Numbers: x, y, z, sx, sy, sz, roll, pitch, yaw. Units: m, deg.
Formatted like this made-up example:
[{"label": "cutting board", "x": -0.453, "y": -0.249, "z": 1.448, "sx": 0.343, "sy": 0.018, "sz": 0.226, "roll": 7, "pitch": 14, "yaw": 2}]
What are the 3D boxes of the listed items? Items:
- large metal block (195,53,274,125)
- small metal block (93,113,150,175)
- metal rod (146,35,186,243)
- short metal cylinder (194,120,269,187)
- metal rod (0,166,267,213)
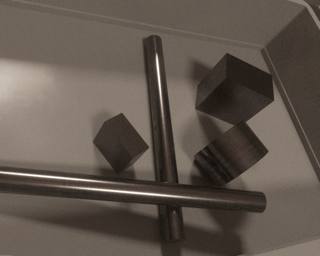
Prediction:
[{"label": "large metal block", "x": 0.110, "y": -0.054, "z": 0.465, "sx": 0.080, "sy": 0.080, "sz": 0.050, "roll": 21, "pitch": 54, "yaw": -16}, {"label": "small metal block", "x": -0.046, "y": 0.019, "z": 0.354, "sx": 0.025, "sy": 0.050, "sz": 0.050, "roll": -33, "pitch": 80, "yaw": -38}, {"label": "metal rod", "x": 0.003, "y": -0.006, "z": 0.412, "sx": 0.025, "sy": 0.025, "sz": 0.299, "roll": 9, "pitch": 58, "yaw": -24}, {"label": "short metal cylinder", "x": 0.091, "y": 0.033, "z": 0.401, "sx": 0.081, "sy": 0.080, "sz": 0.050, "roll": -29, "pitch": 78, "yaw": -38}, {"label": "metal rod", "x": -0.026, "y": 0.067, "z": 0.327, "sx": 0.302, "sy": 0.025, "sz": 0.025, "roll": 8, "pitch": 58, "yaw": -15}]
